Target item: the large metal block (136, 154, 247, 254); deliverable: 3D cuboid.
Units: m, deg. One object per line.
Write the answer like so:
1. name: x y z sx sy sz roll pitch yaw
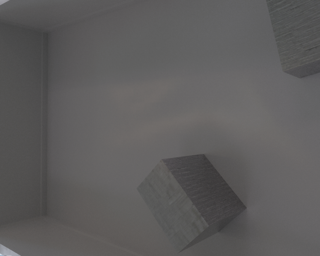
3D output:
1. large metal block: 0.035 0.078 0.342 0.050 0.081 0.080 -52 60 27

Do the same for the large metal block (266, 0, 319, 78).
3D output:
1. large metal block: 0.147 -0.096 0.269 0.080 0.050 0.080 -16 80 39
